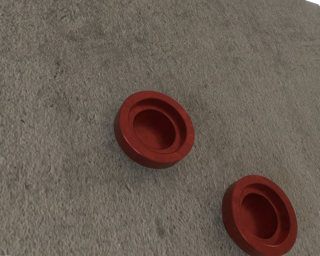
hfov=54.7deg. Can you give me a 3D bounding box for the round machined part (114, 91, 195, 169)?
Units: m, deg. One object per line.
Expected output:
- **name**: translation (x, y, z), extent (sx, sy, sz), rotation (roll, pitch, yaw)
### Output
- **round machined part**: translation (-0.010, 0.006, 0.384), extent (0.099, 0.042, 0.098), rotation (14, 56, -21)

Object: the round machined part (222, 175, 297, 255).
- **round machined part**: translation (0.118, 0.112, 0.388), extent (0.099, 0.042, 0.098), rotation (14, 56, -21)
